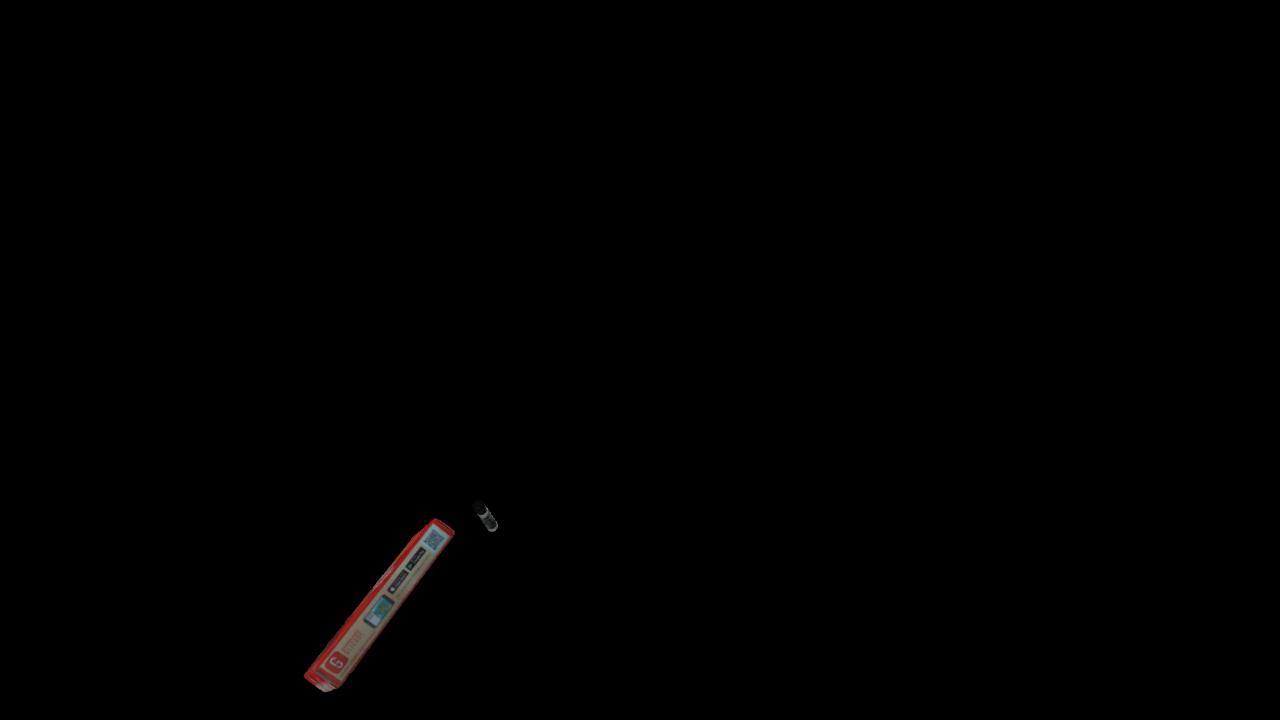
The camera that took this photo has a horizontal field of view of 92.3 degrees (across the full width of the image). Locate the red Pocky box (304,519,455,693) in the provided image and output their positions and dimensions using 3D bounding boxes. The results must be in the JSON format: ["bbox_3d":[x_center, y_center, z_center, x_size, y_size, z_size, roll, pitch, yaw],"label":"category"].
[{"bbox_3d":[-0.236,0.221,0.563,0.083,0.028,0.155,-42,11,47],"label":"red Pocky box"}]

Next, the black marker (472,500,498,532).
[{"bbox_3d":[-0.247,0.249,0.983,0.020,0.020,0.121,0,-30,-1],"label":"black marker"}]
